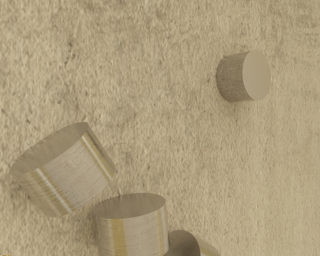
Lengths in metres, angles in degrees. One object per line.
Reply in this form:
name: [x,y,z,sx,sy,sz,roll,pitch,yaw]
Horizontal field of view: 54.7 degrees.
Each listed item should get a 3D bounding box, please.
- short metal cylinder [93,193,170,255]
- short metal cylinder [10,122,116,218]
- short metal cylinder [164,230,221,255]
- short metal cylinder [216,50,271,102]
short metal cylinder: [-0.031,0.109,0.345,0.081,0.080,0.050,-10,97,-40]
short metal cylinder: [-0.090,0.037,0.295,0.080,0.080,0.050,-43,116,-32]
short metal cylinder: [0.034,0.180,0.400,0.050,0.080,0.080,40,66,-33]
short metal cylinder: [0.137,-0.083,0.506,0.081,0.050,0.079,0,90,-40]
